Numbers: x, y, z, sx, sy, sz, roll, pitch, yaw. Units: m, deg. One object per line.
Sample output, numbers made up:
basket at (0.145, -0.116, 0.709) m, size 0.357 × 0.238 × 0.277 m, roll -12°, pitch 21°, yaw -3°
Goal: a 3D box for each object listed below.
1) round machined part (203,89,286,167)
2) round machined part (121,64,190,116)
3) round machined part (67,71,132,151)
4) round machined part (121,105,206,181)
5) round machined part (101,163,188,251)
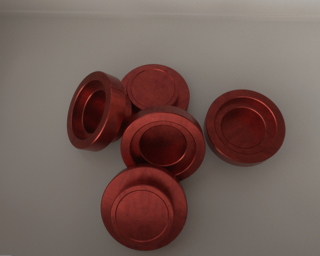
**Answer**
round machined part at (0.105, 0.003, 0.401) m, size 0.099 × 0.042 × 0.098 m, roll 0°, pitch 70°, yaw -1°
round machined part at (-0.009, -0.044, 0.417) m, size 0.099 × 0.042 × 0.098 m, roll 0°, pitch 70°, yaw -1°
round machined part at (-0.073, -0.018, 0.388) m, size 0.042 × 0.098 × 0.098 m, roll 17°, pitch 63°, yaw -42°
round machined part at (0.004, 0.017, 0.376) m, size 0.099 × 0.097 × 0.042 m, roll 1°, pitch 27°, yaw 0°
round machined part at (-0.018, 0.092, 0.348) m, size 0.099 × 0.042 × 0.097 m, roll 0°, pitch 94°, yaw 2°
